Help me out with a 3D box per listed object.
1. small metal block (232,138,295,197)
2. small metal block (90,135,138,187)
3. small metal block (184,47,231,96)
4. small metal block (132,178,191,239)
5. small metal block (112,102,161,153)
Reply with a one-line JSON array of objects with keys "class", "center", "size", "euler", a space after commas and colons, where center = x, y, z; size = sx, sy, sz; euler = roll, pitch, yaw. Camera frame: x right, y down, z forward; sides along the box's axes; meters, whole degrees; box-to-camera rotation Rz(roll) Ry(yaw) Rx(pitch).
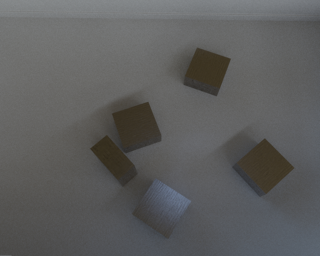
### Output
[{"class": "small metal block", "center": [0.130, 0.050, 0.392], "size": [0.050, 0.025, 0.050], "euler": [-38, 75, -13]}, {"class": "small metal block", "center": [-0.055, 0.042, 0.381], "size": [0.025, 0.050, 0.050], "euler": [-41, 75, -13]}, {"class": "small metal block", "center": [0.067, -0.079, 0.439], "size": [0.050, 0.025, 0.050], "euler": [20, 71, 7]}, {"class": "small metal block", "center": [0.002, 0.097, 0.374], "size": [0.050, 0.025, 0.050], "euler": [32, 73, 11]}, {"class": "small metal block", "center": [-0.030, -0.001, 0.409], "size": [0.050, 0.025, 0.050], "euler": [-19, 71, -7]}]
